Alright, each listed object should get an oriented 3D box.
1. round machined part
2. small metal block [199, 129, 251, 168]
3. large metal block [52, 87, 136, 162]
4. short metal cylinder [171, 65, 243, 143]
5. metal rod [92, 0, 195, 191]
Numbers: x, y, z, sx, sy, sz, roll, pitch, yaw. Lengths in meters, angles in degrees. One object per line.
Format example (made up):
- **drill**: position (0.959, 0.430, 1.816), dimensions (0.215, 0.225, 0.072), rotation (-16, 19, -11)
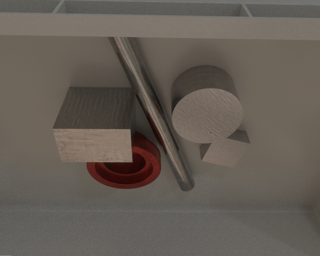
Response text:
- **round machined part**: position (-0.048, 0.040, 0.427), dimensions (0.099, 0.042, 0.097), rotation (-1, 136, 0)
- **small metal block**: position (0.089, 0.026, 0.432), dimensions (0.050, 0.025, 0.050), rotation (13, 129, -12)
- **large metal block**: position (-0.071, -0.006, 0.367), dimensions (0.081, 0.080, 0.050), rotation (0, 130, -1)
- **short metal cylinder**: position (0.054, -0.028, 0.370), dimensions (0.081, 0.050, 0.079), rotation (0, 130, 0)
- **metal rod**: position (-0.006, -0.018, 0.393), dimensions (0.025, 0.025, 0.299), rotation (-15, 129, 12)
